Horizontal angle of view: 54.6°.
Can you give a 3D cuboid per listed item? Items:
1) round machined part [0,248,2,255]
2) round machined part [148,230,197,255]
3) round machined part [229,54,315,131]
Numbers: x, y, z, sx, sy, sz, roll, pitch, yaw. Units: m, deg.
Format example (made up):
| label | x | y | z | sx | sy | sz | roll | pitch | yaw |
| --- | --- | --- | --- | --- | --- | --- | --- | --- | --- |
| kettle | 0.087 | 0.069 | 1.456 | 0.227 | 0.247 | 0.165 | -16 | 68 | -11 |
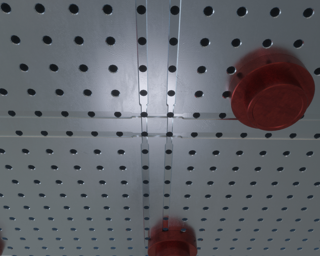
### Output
| label | x | y | z | sx | sy | sz | roll | pitch | yaw |
| --- | --- | --- | --- | --- | --- | --- | --- | --- | --- |
| round machined part | -0.376 | 0.262 | 0.620 | 0.099 | 0.042 | 0.097 | 0 | 130 | 0 |
| round machined part | 0.025 | 0.247 | 0.610 | 0.099 | 0.042 | 0.097 | 0 | 130 | 0 |
| round machined part | 0.135 | -0.035 | 0.372 | 0.099 | 0.042 | 0.097 | 0 | 130 | 0 |
